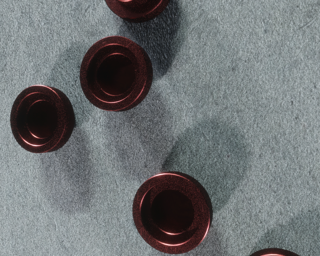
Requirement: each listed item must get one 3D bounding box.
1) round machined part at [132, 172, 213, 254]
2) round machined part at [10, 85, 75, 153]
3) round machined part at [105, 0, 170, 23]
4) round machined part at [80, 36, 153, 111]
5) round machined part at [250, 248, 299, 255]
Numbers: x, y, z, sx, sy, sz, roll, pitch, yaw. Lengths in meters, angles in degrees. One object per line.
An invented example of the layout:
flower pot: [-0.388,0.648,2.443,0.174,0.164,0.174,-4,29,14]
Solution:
round machined part: [0.018,0.104,0.393,0.098,0.042,0.097,0,90,20]
round machined part: [-0.168,-0.013,0.459,0.098,0.042,0.097,0,90,20]
round machined part: [-0.034,-0.195,0.412,0.098,0.042,0.097,0,90,20]
round machined part: [-0.055,-0.071,0.419,0.098,0.042,0.097,0,90,20]
round machined part: [0.136,0.193,0.352,0.098,0.042,0.097,0,90,20]
